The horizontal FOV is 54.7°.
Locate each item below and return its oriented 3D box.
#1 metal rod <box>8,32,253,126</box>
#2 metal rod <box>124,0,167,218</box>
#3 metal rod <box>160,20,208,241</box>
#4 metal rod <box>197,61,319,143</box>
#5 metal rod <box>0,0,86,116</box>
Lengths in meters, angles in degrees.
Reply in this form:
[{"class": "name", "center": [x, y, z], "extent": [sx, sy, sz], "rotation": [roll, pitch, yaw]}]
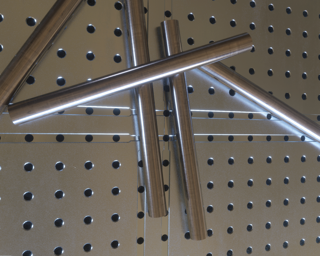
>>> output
[{"class": "metal rod", "center": [-0.027, -0.063, 0.377], "extent": [0.302, 0.025, 0.025], "rotation": [-19, 97, -10]}, {"class": "metal rod", "center": [-0.019, -0.033, 0.406], "extent": [0.025, 0.025, 0.298], "rotation": [-7, 93, -20]}, {"class": "metal rod", "center": [0.034, 0.005, 0.426], "extent": [0.025, 0.025, 0.298], "rotation": [-9, 93, -20]}, {"class": "metal rod", "center": [0.184, -0.031, 0.482], "extent": [0.301, 0.025, 0.025], "rotation": [27, 81, -19]}, {"class": "metal rod", "center": [-0.145, -0.092, 0.359], "extent": [0.025, 0.025, 0.300], "rotation": [35, 79, -17]}]
